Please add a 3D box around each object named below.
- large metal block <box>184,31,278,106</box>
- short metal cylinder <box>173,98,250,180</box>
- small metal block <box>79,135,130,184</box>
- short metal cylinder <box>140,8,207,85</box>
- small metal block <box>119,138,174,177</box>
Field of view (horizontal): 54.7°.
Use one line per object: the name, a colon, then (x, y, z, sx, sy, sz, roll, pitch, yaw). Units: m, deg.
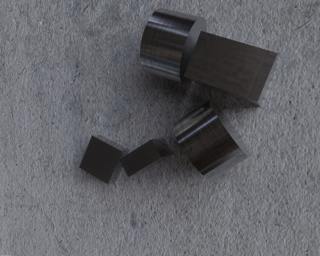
large metal block: (0.083, -0.064, 0.350, 0.080, 0.080, 0.050, 23, 98, 18)
short metal cylinder: (0.059, 0.013, 0.358, 0.050, 0.080, 0.080, -36, 79, 16)
small metal block: (-0.078, 0.043, 0.435, 0.050, 0.025, 0.050, 26, 98, 17)
short metal cylinder: (0.018, -0.098, 0.373, 0.050, 0.080, 0.080, 20, 97, 18)
small metal block: (-0.016, 0.037, 0.401, 0.050, 0.050, 0.025, -33, 80, 17)
